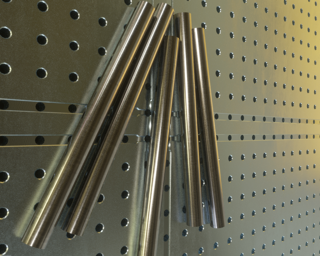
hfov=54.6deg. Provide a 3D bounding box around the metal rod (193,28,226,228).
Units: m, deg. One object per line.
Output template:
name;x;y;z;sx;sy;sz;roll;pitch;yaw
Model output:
metal rod;0.071;0.004;0.467;0.025;0.025;0.298;-13;98;-39

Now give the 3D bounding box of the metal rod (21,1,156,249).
metal rod;-0.071;-0.019;0.348;0.025;0.025;0.300;34;69;-35

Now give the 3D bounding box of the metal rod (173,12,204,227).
metal rod;0.041;-0.009;0.442;0.025;0.025;0.298;-7;94;-40

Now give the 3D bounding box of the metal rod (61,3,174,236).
metal rod;-0.043;-0.024;0.372;0.025;0.025;0.300;32;70;-35

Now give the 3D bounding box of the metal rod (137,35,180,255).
metal rod;-0.002;0.027;0.406;0.025;0.025;0.299;11;83;-40
